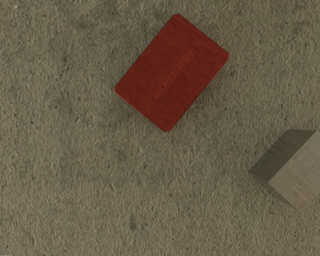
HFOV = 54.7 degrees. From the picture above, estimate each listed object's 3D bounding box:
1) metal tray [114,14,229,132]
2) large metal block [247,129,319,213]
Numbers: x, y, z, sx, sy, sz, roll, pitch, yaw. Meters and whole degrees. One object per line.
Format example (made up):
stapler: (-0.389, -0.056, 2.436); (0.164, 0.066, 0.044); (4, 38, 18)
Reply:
metal tray: (0.015, -0.070, 0.408); (0.090, 0.030, 0.130); (39, 90, 0)
large metal block: (0.166, 0.048, 0.384); (0.050, 0.080, 0.080); (43, 90, 0)
